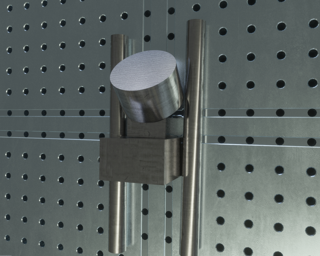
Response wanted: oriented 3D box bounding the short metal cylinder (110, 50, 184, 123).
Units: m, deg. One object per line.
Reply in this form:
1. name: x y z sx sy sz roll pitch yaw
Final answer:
1. short metal cylinder: -0.015 -0.052 0.381 0.080 0.050 0.080 -9 44 9

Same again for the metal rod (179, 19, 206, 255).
1. metal rod: 0.042 0.014 0.398 0.025 0.025 0.298 2 91 20

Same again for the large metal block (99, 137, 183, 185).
1. large metal block: -0.019 0.037 0.388 0.080 0.080 0.050 1 91 20

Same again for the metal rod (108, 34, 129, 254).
1. metal rod: -0.058 0.022 0.433 0.025 0.025 0.298 1 90 20

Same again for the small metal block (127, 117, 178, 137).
1. small metal block: -0.008 -0.001 0.402 0.050 0.050 0.025 2 91 19
